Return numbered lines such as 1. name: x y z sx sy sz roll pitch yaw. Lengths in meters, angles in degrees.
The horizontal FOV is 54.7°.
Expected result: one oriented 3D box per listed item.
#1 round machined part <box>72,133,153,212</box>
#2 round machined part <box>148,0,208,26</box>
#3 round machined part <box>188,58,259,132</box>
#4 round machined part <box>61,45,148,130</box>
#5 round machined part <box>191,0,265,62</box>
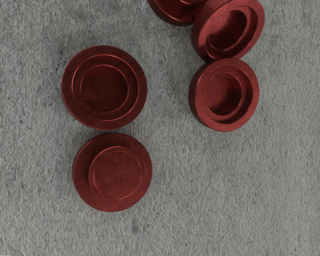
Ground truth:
1. round machined part: -0.055 0.055 0.380 0.099 0.042 0.097 0 90 -20
2. round machined part: 0.033 -0.190 0.412 0.099 0.042 0.097 0 90 -20
3. round machined part: 0.083 -0.046 0.424 0.099 0.042 0.097 -4 102 -21
4. round machined part: -0.068 -0.046 0.375 0.099 0.042 0.097 0 90 -20
5. round machined part: 0.085 -0.135 0.413 0.099 0.042 0.097 -17 140 -15
